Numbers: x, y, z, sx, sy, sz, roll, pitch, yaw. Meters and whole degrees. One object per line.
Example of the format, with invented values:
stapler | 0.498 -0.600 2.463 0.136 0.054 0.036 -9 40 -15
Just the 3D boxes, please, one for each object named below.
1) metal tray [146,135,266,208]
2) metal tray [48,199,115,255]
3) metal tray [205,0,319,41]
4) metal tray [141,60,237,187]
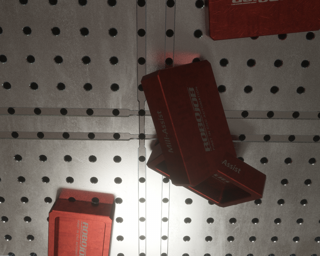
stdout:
metal tray | 0.058 0.056 0.404 0.130 0.030 0.090 30 149 -11
metal tray | -0.121 0.176 0.473 0.091 0.030 0.129 7 110 -3
metal tray | 0.118 -0.154 0.356 0.131 0.030 0.089 -5 110 1
metal tray | 0.037 -0.008 0.362 0.030 0.091 0.129 -11 98 49
